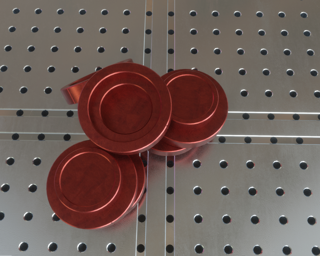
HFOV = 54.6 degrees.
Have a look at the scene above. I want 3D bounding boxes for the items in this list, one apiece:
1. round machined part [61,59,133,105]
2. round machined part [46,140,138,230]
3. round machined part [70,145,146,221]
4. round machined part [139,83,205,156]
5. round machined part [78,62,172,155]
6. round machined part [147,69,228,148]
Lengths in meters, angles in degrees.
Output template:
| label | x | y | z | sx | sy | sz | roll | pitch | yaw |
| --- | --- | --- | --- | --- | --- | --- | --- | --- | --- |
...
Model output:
| label | x | y | z | sx | sy | sz | roll | pitch | yaw |
| --- | --- | --- | --- | --- | --- | --- | --- | --- | --- |
| round machined part | -0.073 | -0.051 | 0.401 | 0.098 | 0.098 | 0.042 | -26 | 107 | -9 |
| round machined part | -0.074 | 0.059 | 0.336 | 0.099 | 0.042 | 0.098 | 0 | 70 | 0 |
| round machined part | -0.066 | 0.057 | 0.359 | 0.099 | 0.042 | 0.098 | 0 | 70 | 0 |
| round machined part | 0.010 | -0.017 | 0.387 | 0.099 | 0.042 | 0.098 | 0 | 70 | 0 |
| round machined part | -0.036 | -0.019 | 0.341 | 0.098 | 0.042 | 0.098 | -1 | 78 | 3 |
| round machined part | 0.032 | -0.029 | 0.368 | 0.099 | 0.042 | 0.098 | 0 | 69 | 0 |
